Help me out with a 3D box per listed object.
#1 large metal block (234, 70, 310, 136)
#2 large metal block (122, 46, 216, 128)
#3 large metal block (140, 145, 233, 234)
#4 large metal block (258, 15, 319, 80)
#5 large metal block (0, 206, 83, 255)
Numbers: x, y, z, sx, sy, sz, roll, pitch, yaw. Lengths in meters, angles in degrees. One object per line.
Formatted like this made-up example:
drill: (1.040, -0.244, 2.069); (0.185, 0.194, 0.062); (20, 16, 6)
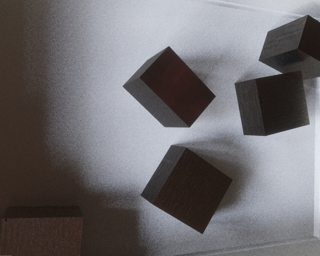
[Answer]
large metal block: (0.165, -0.036, 0.458); (0.081, 0.050, 0.080); (-13, 95, -20)
large metal block: (0.008, -0.046, 0.384); (0.080, 0.080, 0.050); (44, 76, -15)
large metal block: (0.035, 0.079, 0.410); (0.080, 0.050, 0.080); (35, 79, -17)
large metal block: (0.210, -0.114, 0.458); (0.080, 0.080, 0.050); (21, 83, -19)
large metal block: (-0.133, 0.134, 0.348); (0.081, 0.050, 0.080); (5, 88, -20)
